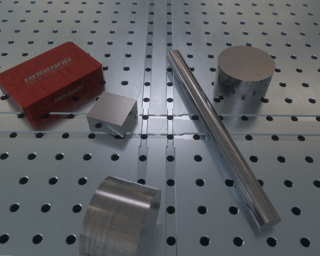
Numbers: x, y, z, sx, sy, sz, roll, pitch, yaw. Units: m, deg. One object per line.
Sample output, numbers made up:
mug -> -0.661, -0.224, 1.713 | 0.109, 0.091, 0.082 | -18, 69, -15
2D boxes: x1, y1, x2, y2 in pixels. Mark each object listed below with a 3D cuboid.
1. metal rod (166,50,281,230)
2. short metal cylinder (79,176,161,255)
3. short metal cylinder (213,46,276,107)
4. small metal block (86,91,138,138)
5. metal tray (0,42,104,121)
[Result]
metal rod -> 0.069, -0.008, 0.414 | 0.025, 0.025, 0.300 | -14, 51, -12
short metal cylinder -> -0.035, 0.091, 0.295 | 0.050, 0.080, 0.080 | 13, 51, 11
short metal cylinder -> 0.122, -0.077, 0.457 | 0.081, 0.050, 0.080 | 0, 50, 0
small metal block -> -0.064, -0.019, 0.423 | 0.050, 0.025, 0.050 | 15, 52, 12
metal tray -> -0.162, -0.075, 0.466 | 0.131, 0.030, 0.090 | -36, 59, -27
